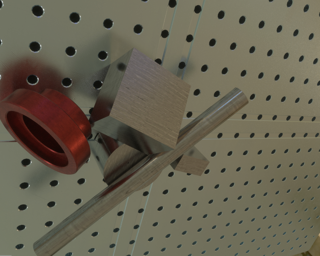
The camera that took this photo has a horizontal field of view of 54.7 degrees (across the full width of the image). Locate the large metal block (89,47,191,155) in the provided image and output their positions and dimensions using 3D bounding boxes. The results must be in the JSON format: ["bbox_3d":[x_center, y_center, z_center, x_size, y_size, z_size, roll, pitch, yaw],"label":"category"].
[{"bbox_3d":[-0.020,-0.025,0.337,0.080,0.050,0.080,29,63,-29],"label":"large metal block"}]

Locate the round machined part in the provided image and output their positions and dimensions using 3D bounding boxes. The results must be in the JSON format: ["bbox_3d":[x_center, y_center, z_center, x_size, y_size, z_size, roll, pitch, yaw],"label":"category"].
[{"bbox_3d":[-0.110,-0.001,0.315,0.042,0.098,0.098,-53,138,-34],"label":"round machined part"}]

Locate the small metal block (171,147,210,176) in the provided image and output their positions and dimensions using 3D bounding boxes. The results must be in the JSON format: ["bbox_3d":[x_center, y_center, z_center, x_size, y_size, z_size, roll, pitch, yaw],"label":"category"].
[{"bbox_3d":[0.034,0.040,0.440,0.050,0.050,0.025,18,109,-36],"label":"small metal block"}]

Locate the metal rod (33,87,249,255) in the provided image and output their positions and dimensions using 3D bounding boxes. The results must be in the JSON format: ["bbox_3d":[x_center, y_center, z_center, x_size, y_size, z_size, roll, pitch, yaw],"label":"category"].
[{"bbox_3d":[-0.020,0.052,0.369,0.301,0.025,0.025,-38,130,-3],"label":"metal rod"}]

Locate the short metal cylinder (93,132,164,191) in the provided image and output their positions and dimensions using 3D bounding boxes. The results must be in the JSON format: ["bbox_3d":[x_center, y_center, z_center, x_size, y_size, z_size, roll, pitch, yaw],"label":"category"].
[{"bbox_3d":[-0.040,0.035,0.397,0.081,0.050,0.079,-14,124,-21],"label":"short metal cylinder"}]
